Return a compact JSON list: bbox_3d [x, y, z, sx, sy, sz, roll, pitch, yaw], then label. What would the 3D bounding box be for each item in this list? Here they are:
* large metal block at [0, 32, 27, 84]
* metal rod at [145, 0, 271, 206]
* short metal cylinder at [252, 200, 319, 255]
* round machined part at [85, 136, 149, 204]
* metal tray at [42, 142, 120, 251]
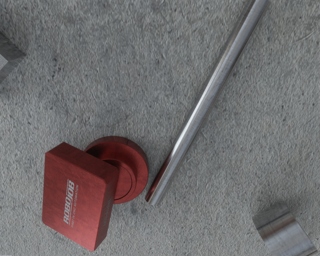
[{"bbox_3d":[-0.224,-0.084,0.362,0.080,0.050,0.080,-41,106,13],"label":"large metal block"},{"bbox_3d":[0.053,-0.022,0.402,0.025,0.025,0.298,24,108,-9],"label":"metal rod"},{"bbox_3d":[0.176,0.149,0.438,0.050,0.080,0.080,-35,107,12],"label":"short metal cylinder"},{"bbox_3d":[-0.065,0.063,0.423,0.099,0.042,0.097,0,110,-1],"label":"round machined part"},{"bbox_3d":[-0.109,0.093,0.411,0.090,0.030,0.129,23,121,15],"label":"metal tray"}]
